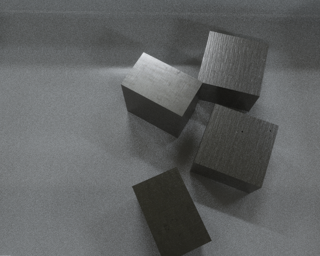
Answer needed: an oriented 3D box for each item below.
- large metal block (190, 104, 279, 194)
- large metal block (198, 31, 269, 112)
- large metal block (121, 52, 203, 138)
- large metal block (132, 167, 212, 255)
[{"bbox_3d":[0.091,0.027,0.388,0.080,0.050,0.080,20,71,7],"label":"large metal block"},{"bbox_3d":[0.096,-0.077,0.426,0.080,0.050,0.080,14,71,5],"label":"large metal block"},{"bbox_3d":[0.002,-0.038,0.395,0.080,0.080,0.050,29,73,9],"label":"large metal block"},{"bbox_3d":[0.011,0.098,0.345,0.050,0.080,0.080,-23,72,-8],"label":"large metal block"}]
